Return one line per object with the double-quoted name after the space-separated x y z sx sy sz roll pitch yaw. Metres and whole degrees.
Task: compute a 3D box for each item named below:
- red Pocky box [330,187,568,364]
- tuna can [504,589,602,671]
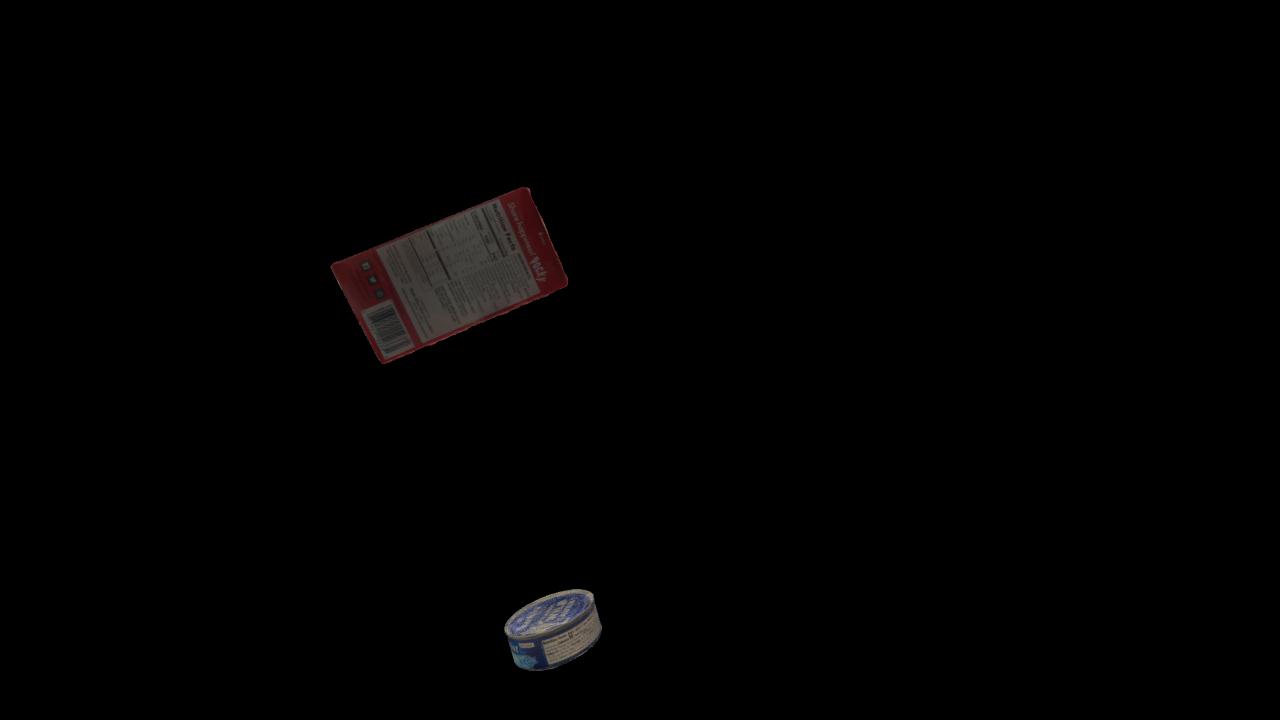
-0.141 -0.065 0.469 0.155 0.083 0.028 -24 11 -6 "red Pocky box"
-0.078 0.243 0.558 0.084 0.034 0.084 -16 2 0 "tuna can"
